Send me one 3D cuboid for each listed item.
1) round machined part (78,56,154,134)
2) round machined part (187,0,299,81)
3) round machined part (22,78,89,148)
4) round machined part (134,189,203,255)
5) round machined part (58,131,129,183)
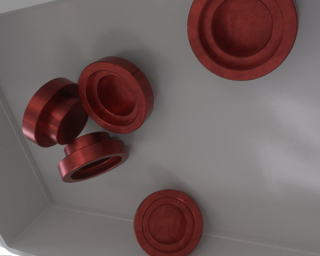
[{"bbox_3d":[-0.052,-0.045,0.397,0.098,0.042,0.097,13,124,21],"label":"round machined part"},{"bbox_3d":[0.079,-0.098,0.295,0.098,0.042,0.097,13,124,21],"label":"round machined part"},{"bbox_3d":[-0.133,-0.016,0.421,0.042,0.098,0.097,28,128,13],"label":"round machined part"},{"bbox_3d":[0.010,0.140,0.456,0.098,0.098,0.042,39,164,2],"label":"round machined part"},{"bbox_3d":[-0.098,0.039,0.445,0.098,0.099,0.042,-38,69,39],"label":"round machined part"}]
